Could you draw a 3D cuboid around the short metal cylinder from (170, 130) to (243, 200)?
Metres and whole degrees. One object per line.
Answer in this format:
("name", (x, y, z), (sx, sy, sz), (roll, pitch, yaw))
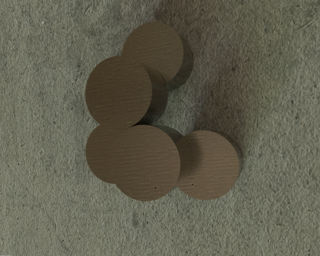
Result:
("short metal cylinder", (0.058, 0.042, 0.376), (0.080, 0.050, 0.080), (0, 90, 20))

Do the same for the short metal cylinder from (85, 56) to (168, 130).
("short metal cylinder", (-0.037, -0.038, 0.356), (0.080, 0.050, 0.080), (0, 90, 20))

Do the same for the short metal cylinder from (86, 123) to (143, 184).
("short metal cylinder", (-0.051, 0.031, 0.415), (0.080, 0.050, 0.080), (0, 90, 20))

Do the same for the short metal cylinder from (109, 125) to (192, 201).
("short metal cylinder", (-0.009, 0.036, 0.346), (0.080, 0.050, 0.080), (0, 90, 19))

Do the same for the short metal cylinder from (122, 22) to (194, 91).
("short metal cylinder", (-0.002, -0.088, 0.398), (0.080, 0.050, 0.080), (0, 90, 20))
